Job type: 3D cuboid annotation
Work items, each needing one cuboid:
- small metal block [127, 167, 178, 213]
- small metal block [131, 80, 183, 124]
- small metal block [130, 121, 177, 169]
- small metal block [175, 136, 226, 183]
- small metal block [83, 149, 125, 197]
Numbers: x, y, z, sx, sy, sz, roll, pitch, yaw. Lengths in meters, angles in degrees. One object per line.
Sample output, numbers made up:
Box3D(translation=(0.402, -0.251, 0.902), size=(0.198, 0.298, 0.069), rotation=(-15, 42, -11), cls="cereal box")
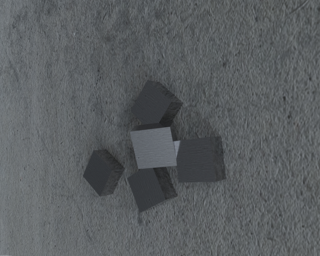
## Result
Box3D(translation=(-0.011, 0.079, 0.414), size=(0.050, 0.025, 0.050), rotation=(-35, 68, 34), cls="small metal block")
Box3D(translation=(-0.005, -0.028, 0.409), size=(0.050, 0.025, 0.050), rotation=(45, 117, 30), cls="small metal block")
Box3D(translation=(-0.005, 0.021, 0.386), size=(0.050, 0.025, 0.050), rotation=(-7, 106, 15), cls="small metal block")
Box3D(translation=(0.047, 0.037, 0.366), size=(0.050, 0.025, 0.050), rotation=(-10, 84, 39), cls="small metal block")
Box3D(translation=(-0.087, 0.068, 0.477), size=(0.050, 0.025, 0.050), rotation=(40, 114, 32), cls="small metal block")
